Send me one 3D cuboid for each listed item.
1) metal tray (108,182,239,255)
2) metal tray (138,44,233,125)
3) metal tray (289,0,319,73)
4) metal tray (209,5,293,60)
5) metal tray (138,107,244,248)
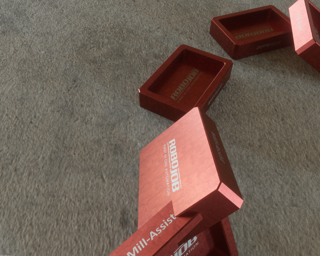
[{"bbox_3d":[0.007,0.119,0.258,0.131,0.090,0.030,-36,33,-26],"label":"metal tray"},{"bbox_3d":[0.040,-0.066,0.455,0.090,0.030,0.130,25,54,19],"label":"metal tray"},{"bbox_3d":[0.252,-0.143,0.493,0.090,0.030,0.130,30,48,-20],"label":"metal tray"},{"bbox_3d":[0.166,-0.171,0.545,0.131,0.030,0.090,-17,52,-14],"label":"metal tray"},{"bbox_3d":[0.021,0.044,0.305,0.090,0.030,0.130,-39,26,20],"label":"metal tray"}]
